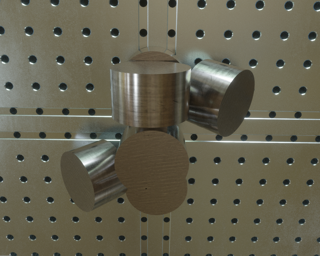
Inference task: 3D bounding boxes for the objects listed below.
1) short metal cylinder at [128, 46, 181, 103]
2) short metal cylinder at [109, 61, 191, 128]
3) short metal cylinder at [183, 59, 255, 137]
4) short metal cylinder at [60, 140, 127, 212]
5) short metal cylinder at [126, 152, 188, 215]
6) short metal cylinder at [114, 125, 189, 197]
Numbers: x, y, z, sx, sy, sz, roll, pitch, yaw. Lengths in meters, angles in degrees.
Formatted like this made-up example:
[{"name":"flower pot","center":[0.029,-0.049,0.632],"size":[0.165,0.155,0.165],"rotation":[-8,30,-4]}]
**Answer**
[{"name":"short metal cylinder","center":[-0.008,-0.056,0.379],"size":[0.081,0.050,0.079],"rotation":[0,111,0]},{"name":"short metal cylinder","center":[-0.010,-0.037,0.315],"size":[0.081,0.080,0.050],"rotation":[0,110,0]},{"name":"short metal cylinder","center":[0.068,-0.036,0.364],"size":[0.050,0.081,0.079],"rotation":[25,114,34]},{"name":"short metal cylinder","center":[-0.085,0.060,0.399],"size":[0.050,0.080,0.079],"rotation":[-20,117,-40]},{"name":"short metal cylinder","center":[-0.005,0.071,0.425],"size":[0.081,0.050,0.079],"rotation":[0,111,-1]},{"name":"short metal cylinder","center":[-0.009,0.031,0.357],"size":[0.081,0.050,0.079],"rotation":[0,110,0]}]
